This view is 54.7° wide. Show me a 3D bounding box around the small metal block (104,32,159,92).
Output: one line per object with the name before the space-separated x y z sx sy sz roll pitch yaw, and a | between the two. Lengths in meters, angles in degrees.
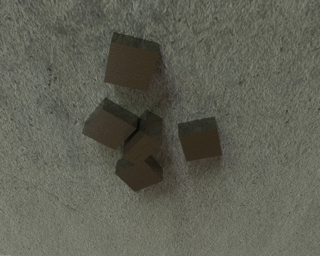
small metal block | -0.032 -0.073 0.345 0.050 0.025 0.050 11 129 -10

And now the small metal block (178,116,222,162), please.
small metal block | 0.055 0.016 0.421 0.050 0.025 0.050 -11 130 9

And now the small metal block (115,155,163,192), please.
small metal block | -0.030 0.064 0.461 0.050 0.025 0.050 -25 126 19

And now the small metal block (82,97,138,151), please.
small metal block | -0.065 -0.004 0.403 0.050 0.025 0.050 31 124 -24

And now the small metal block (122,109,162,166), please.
small metal block | -0.023 0.012 0.401 0.025 0.050 0.050 30 124 -23
